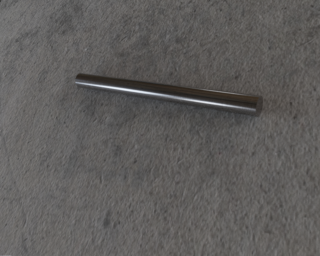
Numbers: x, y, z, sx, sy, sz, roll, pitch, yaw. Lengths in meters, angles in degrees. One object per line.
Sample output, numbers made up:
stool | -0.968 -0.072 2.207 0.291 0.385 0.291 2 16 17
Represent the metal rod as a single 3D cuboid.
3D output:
metal rod | -0.009 -0.052 0.438 0.300 0.025 0.025 12 68 33
